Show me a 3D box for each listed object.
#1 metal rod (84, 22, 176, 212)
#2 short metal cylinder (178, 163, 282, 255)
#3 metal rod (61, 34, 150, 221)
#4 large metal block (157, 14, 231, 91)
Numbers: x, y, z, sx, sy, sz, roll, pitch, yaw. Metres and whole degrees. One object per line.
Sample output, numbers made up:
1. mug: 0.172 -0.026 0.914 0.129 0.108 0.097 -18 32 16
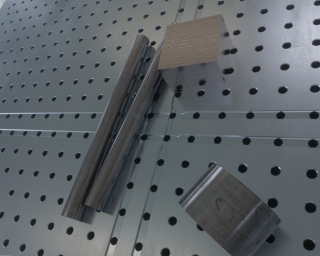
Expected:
1. metal rod: -0.029 -0.029 0.441 0.025 0.025 0.300 10 66 32
2. short metal cylinder: 0.064 0.079 0.291 0.050 0.080 0.080 -47 51 -4
3. metal rod: -0.072 -0.016 0.455 0.025 0.025 0.300 4 63 30
4. large metal block: 0.050 -0.103 0.429 0.080 0.050 0.080 -3 60 26
